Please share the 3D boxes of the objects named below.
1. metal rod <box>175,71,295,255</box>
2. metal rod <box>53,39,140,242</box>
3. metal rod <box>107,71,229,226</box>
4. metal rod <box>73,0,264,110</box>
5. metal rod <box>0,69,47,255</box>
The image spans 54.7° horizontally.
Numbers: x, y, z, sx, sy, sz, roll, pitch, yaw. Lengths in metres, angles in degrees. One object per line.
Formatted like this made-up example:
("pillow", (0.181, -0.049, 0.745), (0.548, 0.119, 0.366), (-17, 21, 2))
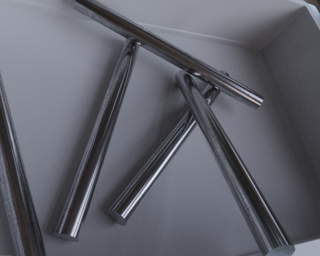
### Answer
("metal rod", (0.064, 0.010, 0.359), (0.025, 0.025, 0.300), (12, 32, -22))
("metal rod", (-0.064, -0.015, 0.381), (0.025, 0.025, 0.300), (23, 53, -15))
("metal rod", (0.029, 0.005, 0.420), (0.025, 0.025, 0.301), (41, 51, -1))
("metal rod", (0.020, -0.106, 0.449), (0.301, 0.025, 0.025), (27, 52, -12))
("metal rod", (-0.159, 0.011, 0.313), (0.025, 0.025, 0.299), (-10, 67, -33))
